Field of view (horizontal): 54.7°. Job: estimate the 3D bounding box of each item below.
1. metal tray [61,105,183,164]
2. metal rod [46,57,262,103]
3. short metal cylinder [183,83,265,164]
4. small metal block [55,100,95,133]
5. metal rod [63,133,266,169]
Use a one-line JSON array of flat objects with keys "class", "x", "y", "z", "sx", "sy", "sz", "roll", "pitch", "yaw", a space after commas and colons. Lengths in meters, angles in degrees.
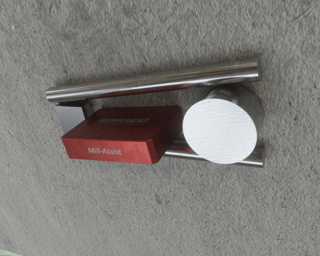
[{"class": "metal tray", "x": -0.045, "y": 0.005, "z": 0.392, "sx": 0.130, "sy": 0.090, "sz": 0.030, "roll": 0, "pitch": 118, "yaw": 28}, {"class": "metal rod", "x": -0.029, "y": -0.055, "z": 0.390, "sx": 0.300, "sy": 0.025, "sz": 0.025, "roll": -2, "pitch": 117, "yaw": 29}, {"class": "short metal cylinder", "x": 0.072, "y": -0.007, "z": 0.349, "sx": 0.080, "sy": 0.050, "sz": 0.079, "roll": 13, "pitch": 124, "yaw": 21}, {"class": "small metal block", "x": -0.123, "y": -0.015, "z": 0.465, "sx": 0.050, "sy": 0.025, "sz": 0.050, "roll": 4, "pitch": 121, "yaw": 26}, {"class": "metal rod", "x": -0.012, "y": 0.026, "z": 0.431, "sx": 0.301, "sy": 0.025, "sz": 0.025, "roll": 4, "pitch": 120, "yaw": 26}]
